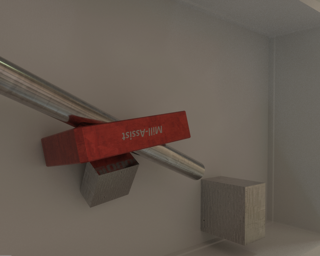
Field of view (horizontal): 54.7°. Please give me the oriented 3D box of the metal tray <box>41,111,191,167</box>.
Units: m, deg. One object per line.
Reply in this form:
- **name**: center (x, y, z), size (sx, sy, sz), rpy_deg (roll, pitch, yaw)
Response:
- **metal tray**: center (-0.044, 0.010, 0.326), size (0.131, 0.090, 0.030), rpy_deg (-11, 89, -40)

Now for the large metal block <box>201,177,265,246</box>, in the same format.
- **large metal block**: center (0.108, 0.119, 0.465), size (0.050, 0.080, 0.079), rpy_deg (0, 90, -40)

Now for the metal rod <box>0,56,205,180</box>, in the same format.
- **metal rod**: center (-0.045, 0.003, 0.305), size (0.301, 0.025, 0.025), rpy_deg (30, 71, -44)

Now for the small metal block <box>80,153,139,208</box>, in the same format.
- **small metal block**: center (-0.056, 0.056, 0.345), size (0.050, 0.025, 0.050), rpy_deg (-11, 134, -40)
